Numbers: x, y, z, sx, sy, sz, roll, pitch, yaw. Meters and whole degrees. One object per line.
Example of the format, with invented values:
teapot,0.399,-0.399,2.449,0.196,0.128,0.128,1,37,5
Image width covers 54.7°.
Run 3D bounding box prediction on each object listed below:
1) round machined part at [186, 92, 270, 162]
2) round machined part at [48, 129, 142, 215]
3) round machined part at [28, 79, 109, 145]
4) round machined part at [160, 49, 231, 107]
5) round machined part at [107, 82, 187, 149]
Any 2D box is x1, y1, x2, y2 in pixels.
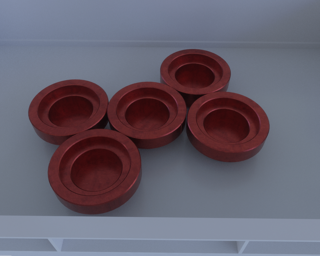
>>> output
round machined part,0.082,0.003,0.389,0.099,0.042,0.098,0,50,0
round machined part,-0.069,0.051,0.346,0.099,0.042,0.098,0,50,0
round machined part,-0.114,-0.016,0.403,0.099,0.042,0.098,0,50,0
round machined part,0.050,-0.068,0.448,0.099,0.042,0.098,0,50,0
round machined part,-0.016,-0.012,0.399,0.099,0.042,0.098,0,50,0
